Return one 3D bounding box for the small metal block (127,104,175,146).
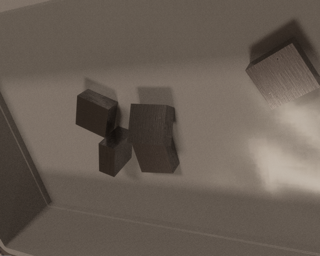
[{"bbox_3d":[-0.012,-0.004,0.396,0.050,0.025,0.050,4,87,26],"label":"small metal block"}]

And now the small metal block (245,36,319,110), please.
[{"bbox_3d":[0.123,-0.054,0.310,0.050,0.025,0.050,-30,102,37],"label":"small metal block"}]

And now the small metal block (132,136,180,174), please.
[{"bbox_3d":[-0.006,0.035,0.432,0.050,0.025,0.050,-2,118,29],"label":"small metal block"}]

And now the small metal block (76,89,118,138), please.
[{"bbox_3d":[-0.091,-0.021,0.442,0.050,0.025,0.050,24,127,13],"label":"small metal block"}]

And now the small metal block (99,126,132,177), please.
[{"bbox_3d":[-0.063,0.033,0.444,0.025,0.050,0.050,19,126,17],"label":"small metal block"}]
